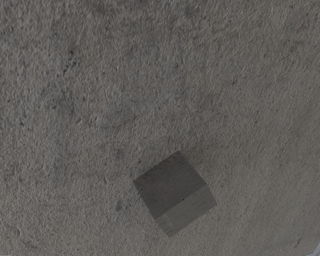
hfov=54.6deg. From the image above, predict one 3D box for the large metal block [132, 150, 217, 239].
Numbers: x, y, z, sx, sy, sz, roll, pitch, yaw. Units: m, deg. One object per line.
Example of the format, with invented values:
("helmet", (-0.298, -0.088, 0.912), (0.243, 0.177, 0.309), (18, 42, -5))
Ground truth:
("large metal block", (0.020, 0.091, 0.437), (0.080, 0.080, 0.050), (-34, 129, -6))
